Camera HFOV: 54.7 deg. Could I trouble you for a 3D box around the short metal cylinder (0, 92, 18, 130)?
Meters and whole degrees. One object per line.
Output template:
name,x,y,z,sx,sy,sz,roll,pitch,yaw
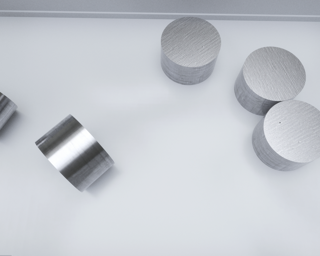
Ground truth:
short metal cylinder,-0.231,-0.029,0.388,0.080,0.080,0.050,27,72,9

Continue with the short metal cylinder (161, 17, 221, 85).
short metal cylinder,0.041,-0.108,0.436,0.081,0.050,0.080,0,70,0

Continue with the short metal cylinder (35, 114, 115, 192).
short metal cylinder,-0.100,0.030,0.368,0.050,0.080,0.080,-43,76,-14

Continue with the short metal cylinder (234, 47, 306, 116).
short metal cylinder,0.147,-0.062,0.421,0.081,0.050,0.080,0,70,0

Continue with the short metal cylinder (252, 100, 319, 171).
short metal cylinder,0.164,0.011,0.394,0.081,0.050,0.080,0,70,0
